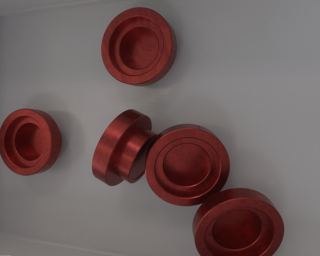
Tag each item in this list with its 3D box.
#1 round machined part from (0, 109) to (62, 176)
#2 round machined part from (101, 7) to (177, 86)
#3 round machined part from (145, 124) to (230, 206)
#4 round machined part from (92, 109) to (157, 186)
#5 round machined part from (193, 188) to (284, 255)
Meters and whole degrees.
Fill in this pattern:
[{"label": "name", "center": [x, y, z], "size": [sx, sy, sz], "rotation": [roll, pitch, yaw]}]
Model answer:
[{"label": "round machined part", "center": [-0.190, 0.020, 0.469], "size": [0.098, 0.042, 0.097], "rotation": [0, 90, 20]}, {"label": "round machined part", "center": [-0.024, -0.104, 0.410], "size": [0.098, 0.042, 0.097], "rotation": [0, 90, 20]}, {"label": "round machined part", "center": [0.032, 0.041, 0.377], "size": [0.099, 0.042, 0.097], "rotation": [-1, 105, -2]}, {"label": "round machined part", "center": [-0.036, 0.029, 0.385], "size": [0.042, 0.098, 0.097], "rotation": [26, 99, 18]}, {"label": "round machined part", "center": [0.086, 0.111, 0.357], "size": [0.099, 0.042, 0.097], "rotation": [-1, 110, -2]}]
